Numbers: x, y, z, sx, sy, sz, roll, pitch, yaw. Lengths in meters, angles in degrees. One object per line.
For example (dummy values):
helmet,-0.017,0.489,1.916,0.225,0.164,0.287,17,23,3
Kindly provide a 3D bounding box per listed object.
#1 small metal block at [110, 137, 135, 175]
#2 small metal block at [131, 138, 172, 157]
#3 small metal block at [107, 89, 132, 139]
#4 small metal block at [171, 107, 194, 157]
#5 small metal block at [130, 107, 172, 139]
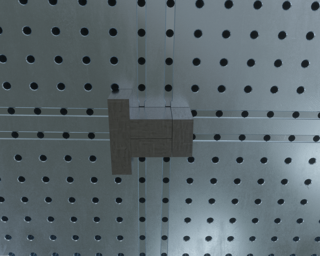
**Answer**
small metal block,-0.049,0.028,0.409,0.025,0.050,0.050,0,110,0
small metal block,-0.011,0.016,0.405,0.050,0.050,0.025,0,110,-1
small metal block,-0.049,-0.019,0.392,0.025,0.050,0.050,0,110,0
small metal block,0.028,0.004,0.401,0.025,0.050,0.050,0,110,0
small metal block,-0.011,-0.007,0.396,0.050,0.050,0.025,0,110,-1
